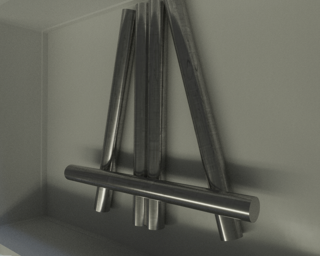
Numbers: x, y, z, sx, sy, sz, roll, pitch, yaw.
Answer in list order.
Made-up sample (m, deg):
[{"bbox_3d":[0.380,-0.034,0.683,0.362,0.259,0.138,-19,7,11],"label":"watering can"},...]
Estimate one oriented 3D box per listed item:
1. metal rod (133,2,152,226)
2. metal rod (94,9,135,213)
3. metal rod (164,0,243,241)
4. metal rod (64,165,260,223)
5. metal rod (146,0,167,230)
[{"bbox_3d":[-0.023,-0.018,0.425,0.025,0.025,0.298,1,91,40],"label":"metal rod"},{"bbox_3d":[-0.065,-0.020,0.460,0.025,0.025,0.298,16,100,39],"label":"metal rod"},{"bbox_3d":[0.048,-0.023,0.366,0.025,0.025,0.299,-20,77,38],"label":"metal rod"},{"bbox_3d":[-0.025,0.074,0.392,0.300,0.025,0.025,2,91,40],"label":"metal rod"},{"bbox_3d":[-0.004,-0.018,0.409,0.025,0.025,0.298,1,91,40],"label":"metal rod"}]
